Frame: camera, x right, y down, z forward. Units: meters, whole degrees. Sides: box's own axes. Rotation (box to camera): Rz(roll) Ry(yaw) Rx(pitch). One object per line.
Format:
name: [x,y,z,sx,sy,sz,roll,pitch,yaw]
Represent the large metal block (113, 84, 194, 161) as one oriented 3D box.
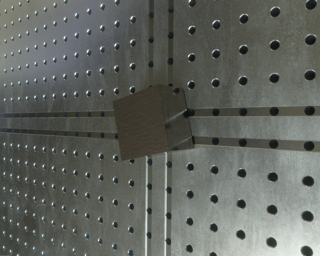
large metal block: [-0.010,-0.005,0.401,0.080,0.050,0.080,-15,81,39]
